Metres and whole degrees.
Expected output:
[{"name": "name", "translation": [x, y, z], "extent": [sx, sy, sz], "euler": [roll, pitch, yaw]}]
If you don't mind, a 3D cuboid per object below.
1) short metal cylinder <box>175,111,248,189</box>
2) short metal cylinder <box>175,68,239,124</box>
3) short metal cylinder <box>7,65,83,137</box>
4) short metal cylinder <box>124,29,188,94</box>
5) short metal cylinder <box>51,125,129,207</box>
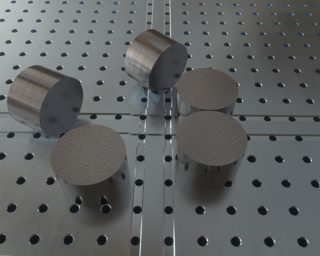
[{"name": "short metal cylinder", "translation": [0.059, 0.025, 0.371], "extent": [0.081, 0.050, 0.080], "euler": [0, 50, 0]}, {"name": "short metal cylinder", "translation": [0.062, -0.037, 0.423], "extent": [0.081, 0.050, 0.080], "euler": [0, 50, 0]}, {"name": "short metal cylinder", "translation": [-0.145, -0.035, 0.399], "extent": [0.050, 0.080, 0.080], "euler": [22, 53, 17]}, {"name": "short metal cylinder", "translation": [-0.005, -0.096, 0.453], "extent": [0.050, 0.080, 0.080], "euler": [37, 59, 26]}, {"name": "short metal cylinder", "translation": [-0.077, 0.042, 0.355], "extent": [0.081, 0.050, 0.080], "euler": [0, 50, 0]}]
